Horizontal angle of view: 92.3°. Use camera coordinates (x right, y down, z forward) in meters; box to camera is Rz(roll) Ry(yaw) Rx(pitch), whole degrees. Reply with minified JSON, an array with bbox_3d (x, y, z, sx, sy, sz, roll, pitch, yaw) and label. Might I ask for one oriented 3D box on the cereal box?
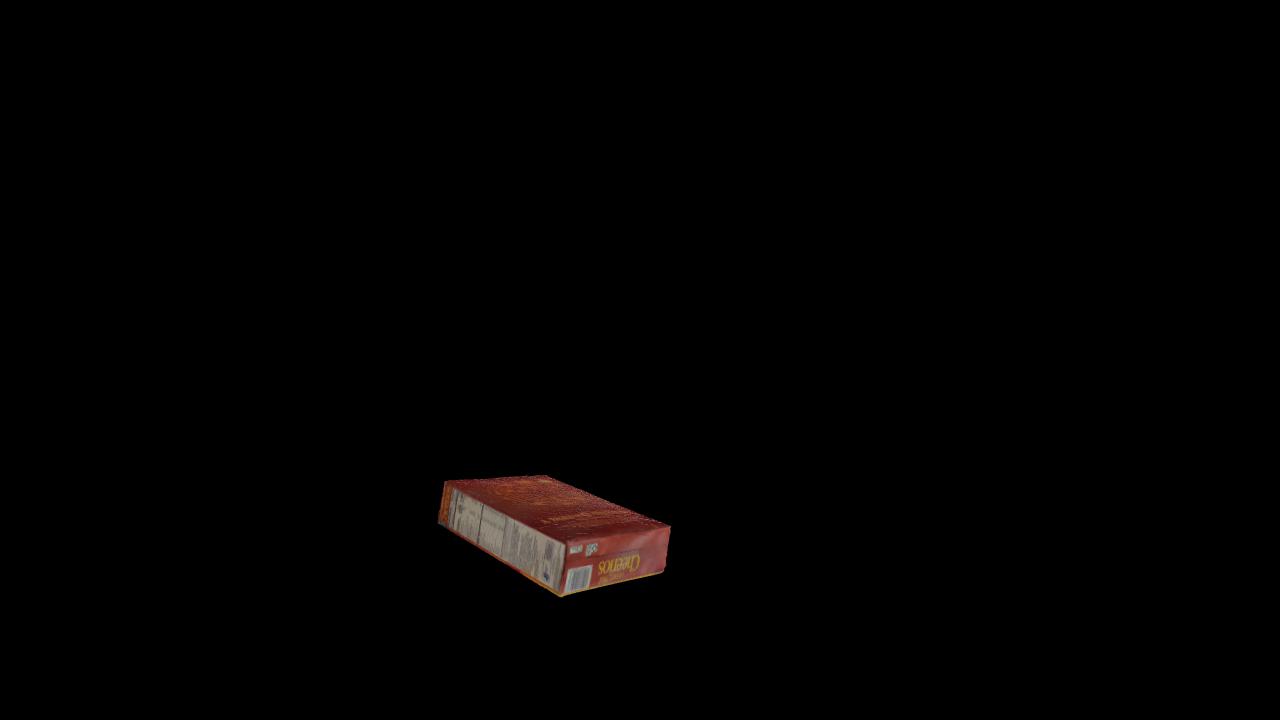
[{"bbox_3d":[-0.134,0.247,0.919,0.306,0.081,0.203,9,0,43],"label":"cereal box"}]
